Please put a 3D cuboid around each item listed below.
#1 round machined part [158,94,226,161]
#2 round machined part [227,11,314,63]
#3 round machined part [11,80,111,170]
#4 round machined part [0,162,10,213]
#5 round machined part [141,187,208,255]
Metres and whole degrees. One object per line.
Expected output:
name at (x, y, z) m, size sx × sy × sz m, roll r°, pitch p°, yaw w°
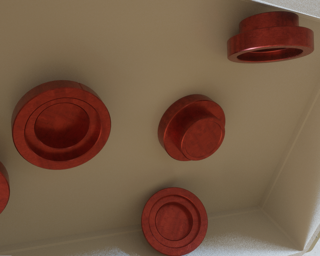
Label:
round machined part at (0.050, 0.006, 0.429) m, size 0.099 × 0.042 × 0.097 m, roll -14°, pitch 124°, yaw -21°
round machined part at (0.131, -0.109, 0.374) m, size 0.099 × 0.098 × 0.042 m, roll -2°, pitch 91°, yaw -28°
round machined part at (-0.107, -0.007, 0.335) m, size 0.099 × 0.042 × 0.097 m, roll -14°, pitch 124°, yaw -21°
round machined part at (-0.211, 0.059, 0.319) m, size 0.099 × 0.042 × 0.097 m, roll -14°, pitch 124°, yaw -21°
round machined part at (0.020, 0.143, 0.473) m, size 0.099 × 0.098 × 0.042 m, roll -24°, pitch 162°, yaw -14°
